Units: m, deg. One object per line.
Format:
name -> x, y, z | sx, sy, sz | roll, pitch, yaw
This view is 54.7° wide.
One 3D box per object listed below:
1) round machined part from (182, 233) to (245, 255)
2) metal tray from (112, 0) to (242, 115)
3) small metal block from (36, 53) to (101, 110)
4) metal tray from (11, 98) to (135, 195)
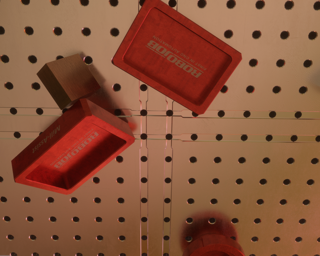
round machined part -> 0.082, 0.205, 0.480 | 0.099, 0.042, 0.097 | 0, 110, 0
metal tray -> 0.020, -0.086, 0.378 | 0.131, 0.030, 0.090 | 30, 107, -11
small metal block -> -0.108, -0.056, 0.370 | 0.025, 0.050, 0.050 | -29, 96, 40
metal tray -> -0.108, 0.029, 0.394 | 0.130, 0.030, 0.090 | -39, 143, 13
